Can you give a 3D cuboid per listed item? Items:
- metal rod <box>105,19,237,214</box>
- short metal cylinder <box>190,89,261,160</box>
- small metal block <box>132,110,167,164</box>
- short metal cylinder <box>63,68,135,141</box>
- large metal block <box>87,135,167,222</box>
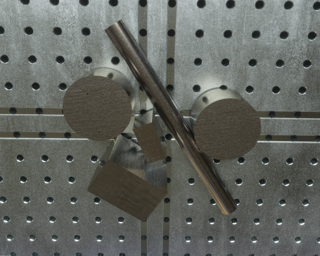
[{"bbox_3d":[0.024,-0.002,0.409,0.025,0.025,0.299,-30,108,10],"label":"metal rod"},{"bbox_3d":[0.081,-0.006,0.395,0.081,0.050,0.079,0,110,0],"label":"short metal cylinder"},{"bbox_3d":[-0.012,0.010,0.399,0.025,0.050,0.050,-20,109,7],"label":"small metal block"},{"bbox_3d":[-0.073,-0.030,0.384,0.081,0.050,0.079,0,110,0],"label":"short metal cylinder"},{"bbox_3d":[-0.038,0.061,0.401,0.080,0.080,0.050,33,108,-11],"label":"large metal block"}]
